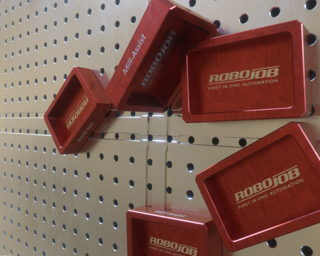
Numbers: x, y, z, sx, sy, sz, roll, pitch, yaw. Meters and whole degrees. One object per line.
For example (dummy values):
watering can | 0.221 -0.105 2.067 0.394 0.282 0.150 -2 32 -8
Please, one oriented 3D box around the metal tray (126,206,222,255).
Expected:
metal tray | 0.014 0.154 0.395 0.130 0.030 0.090 -3 88 40

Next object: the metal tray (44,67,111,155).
metal tray | -0.144 -0.027 0.526 0.129 0.030 0.090 -47 62 29

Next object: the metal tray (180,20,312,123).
metal tray | 0.085 -0.052 0.328 0.130 0.030 0.090 -2 89 35

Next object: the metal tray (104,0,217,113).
metal tray | 0.001 -0.079 0.366 0.030 0.091 0.129 47 118 30

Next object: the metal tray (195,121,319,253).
metal tray | 0.108 0.062 0.317 0.130 0.030 0.090 -37 68 34
